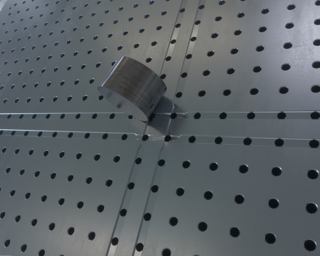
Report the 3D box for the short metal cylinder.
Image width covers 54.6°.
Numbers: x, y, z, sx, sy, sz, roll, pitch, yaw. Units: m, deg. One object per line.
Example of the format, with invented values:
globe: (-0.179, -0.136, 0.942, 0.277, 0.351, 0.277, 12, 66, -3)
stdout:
short metal cylinder: (-0.038, -0.052, 0.426, 0.080, 0.080, 0.050, 23, 74, 36)
